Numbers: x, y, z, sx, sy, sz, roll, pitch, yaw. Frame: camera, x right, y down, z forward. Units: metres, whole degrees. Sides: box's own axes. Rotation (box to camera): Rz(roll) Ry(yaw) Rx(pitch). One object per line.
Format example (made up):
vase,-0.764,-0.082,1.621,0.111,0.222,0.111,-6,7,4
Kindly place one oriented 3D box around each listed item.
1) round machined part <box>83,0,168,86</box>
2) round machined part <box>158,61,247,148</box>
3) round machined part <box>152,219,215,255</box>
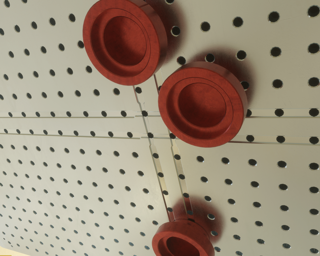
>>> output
round machined part,-0.036,-0.102,0.357,0.098,0.042,0.097,13,124,21
round machined part,0.051,-0.030,0.356,0.098,0.042,0.097,13,124,21
round machined part,0.040,0.186,0.494,0.098,0.042,0.097,13,124,21
